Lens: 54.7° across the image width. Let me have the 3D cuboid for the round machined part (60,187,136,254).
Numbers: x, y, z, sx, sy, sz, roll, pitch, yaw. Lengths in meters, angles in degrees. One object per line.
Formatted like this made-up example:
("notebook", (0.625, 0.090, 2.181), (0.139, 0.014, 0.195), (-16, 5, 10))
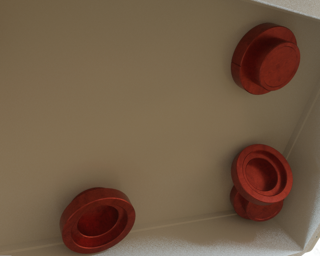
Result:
("round machined part", (-0.087, 0.121, 0.425), (0.099, 0.042, 0.097), (-14, 124, -21))

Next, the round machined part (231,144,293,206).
("round machined part", (0.163, 0.079, 0.512), (0.099, 0.098, 0.042), (-16, 160, -20))

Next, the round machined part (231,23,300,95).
("round machined part", (0.150, -0.090, 0.424), (0.099, 0.042, 0.097), (-14, 124, -21))

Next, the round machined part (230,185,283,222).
("round machined part", (0.181, 0.130, 0.559), (0.099, 0.042, 0.097), (-4, 117, -8))
